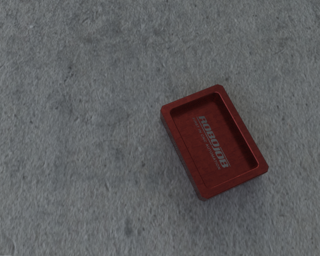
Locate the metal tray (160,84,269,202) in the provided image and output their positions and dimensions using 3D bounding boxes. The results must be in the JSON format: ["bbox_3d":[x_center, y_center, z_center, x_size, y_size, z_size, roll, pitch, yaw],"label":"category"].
[{"bbox_3d":[0.066,0.017,0.400,0.091,0.030,0.130,-22,72,-8],"label":"metal tray"}]
